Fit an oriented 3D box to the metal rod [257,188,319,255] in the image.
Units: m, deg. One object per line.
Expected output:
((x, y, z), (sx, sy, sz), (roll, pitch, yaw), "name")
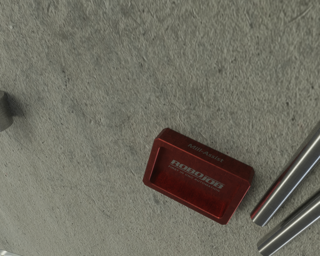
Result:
((0.199, 0.064, 0.341), (0.025, 0.025, 0.298), (32, 128, 7), "metal rod")

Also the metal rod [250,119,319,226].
((0.170, 0.007, 0.321), (0.025, 0.025, 0.298), (27, 128, 11), "metal rod")

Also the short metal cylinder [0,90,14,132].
((-0.289, -0.024, 0.506), (0.080, 0.080, 0.050), (8, 122, 23), "short metal cylinder")

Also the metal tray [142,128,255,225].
((0.047, 0.066, 0.418), (0.130, 0.030, 0.089), (25, 127, 12), "metal tray")
